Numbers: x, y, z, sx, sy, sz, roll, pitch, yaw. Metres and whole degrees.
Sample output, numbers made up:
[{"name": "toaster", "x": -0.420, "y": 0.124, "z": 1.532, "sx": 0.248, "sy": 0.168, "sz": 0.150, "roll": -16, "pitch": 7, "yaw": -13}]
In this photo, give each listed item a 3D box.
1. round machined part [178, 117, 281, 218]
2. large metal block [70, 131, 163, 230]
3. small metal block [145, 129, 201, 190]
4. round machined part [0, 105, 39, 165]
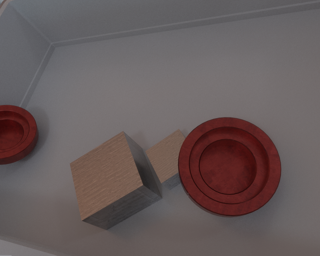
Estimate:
[{"name": "round machined part", "x": 0.068, "y": 0.042, "z": 0.319, "sx": 0.099, "sy": 0.042, "sz": 0.098, "roll": -1, "pitch": 70, "yaw": 4}, {"name": "large metal block", "x": -0.055, "y": 0.064, "z": 0.378, "sx": 0.080, "sy": 0.050, "sz": 0.080, "roll": -31, "pitch": 52, "yaw": 7}, {"name": "small metal block", "x": 0.017, "y": 0.038, "z": 0.373, "sx": 0.050, "sy": 0.025, "sz": 0.050, "roll": -34, "pitch": 52, "yaw": 5}, {"name": "round machined part", "x": -0.245, "y": 0.015, "z": 0.493, "sx": 0.099, "sy": 0.042, "sz": 0.098, "roll": 6, "pitch": 57, "yaw": -8}]
